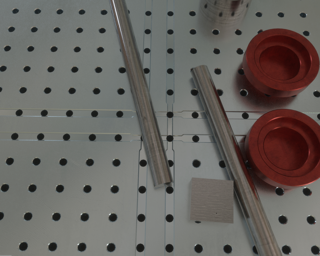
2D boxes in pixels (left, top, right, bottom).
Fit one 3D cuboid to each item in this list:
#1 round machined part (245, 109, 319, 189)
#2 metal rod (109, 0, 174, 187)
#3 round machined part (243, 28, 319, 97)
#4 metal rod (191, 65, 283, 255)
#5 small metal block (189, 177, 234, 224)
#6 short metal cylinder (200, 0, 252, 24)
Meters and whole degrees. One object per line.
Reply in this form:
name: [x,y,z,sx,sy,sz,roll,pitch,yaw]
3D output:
round machined part: [0.157,0.028,0.393,0.099,0.042,0.098,0,70,0]
metal rod: [-0.031,-0.066,0.435,0.025,0.025,0.299,-13,71,-5]
round machined part: [0.165,-0.087,0.435,0.099,0.042,0.098,0,70,0]
metal rod: [0.098,0.052,0.393,0.025,0.025,0.299,-15,71,-6]
small metal block: [0.062,0.090,0.379,0.050,0.025,0.050,4,70,1]
short metal cylinder: [0.103,-0.209,0.475,0.081,0.050,0.080,0,70,0]
